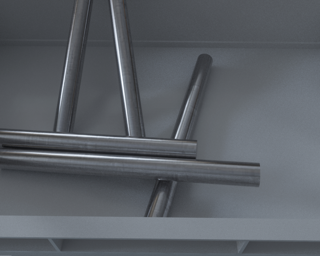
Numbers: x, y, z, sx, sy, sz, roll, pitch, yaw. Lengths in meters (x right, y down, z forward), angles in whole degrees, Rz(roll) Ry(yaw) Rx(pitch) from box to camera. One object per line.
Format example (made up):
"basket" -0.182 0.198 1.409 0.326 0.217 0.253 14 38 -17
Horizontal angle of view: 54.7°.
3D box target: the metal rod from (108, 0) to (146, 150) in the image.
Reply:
"metal rod" -0.050 -0.116 0.415 0.025 0.025 0.299 -7 78 -6

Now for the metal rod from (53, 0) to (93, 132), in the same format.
"metal rod" -0.110 -0.134 0.423 0.025 0.025 0.299 5 80 4

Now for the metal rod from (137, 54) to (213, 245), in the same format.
"metal rod" 0.031 0.002 0.403 0.025 0.025 0.300 13 51 10

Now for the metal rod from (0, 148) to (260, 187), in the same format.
"metal rod" -0.047 0.042 0.344 0.301 0.025 0.025 2 50 11

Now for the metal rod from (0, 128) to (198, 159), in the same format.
"metal rod" -0.107 0.018 0.370 0.301 0.025 0.025 3 50 10
